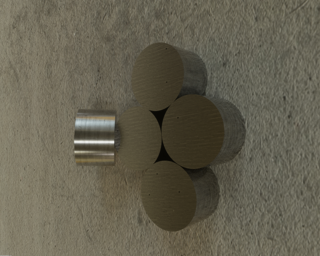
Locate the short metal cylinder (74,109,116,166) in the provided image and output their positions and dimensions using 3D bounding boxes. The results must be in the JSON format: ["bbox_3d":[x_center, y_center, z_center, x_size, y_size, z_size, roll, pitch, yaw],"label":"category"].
[{"bbox_3d":[-0.088,0.014,0.436,0.080,0.050,0.080,-177,88,-84],"label":"short metal cylinder"}]

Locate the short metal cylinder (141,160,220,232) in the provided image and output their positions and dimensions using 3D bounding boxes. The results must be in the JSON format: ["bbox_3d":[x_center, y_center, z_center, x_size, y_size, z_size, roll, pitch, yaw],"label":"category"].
[{"bbox_3d":[0.024,0.077,0.371,0.080,0.050,0.080,0,90,40],"label":"short metal cylinder"}]

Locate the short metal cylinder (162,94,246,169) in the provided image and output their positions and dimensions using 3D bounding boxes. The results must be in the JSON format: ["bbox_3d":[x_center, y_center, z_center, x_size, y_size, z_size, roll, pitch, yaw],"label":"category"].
[{"bbox_3d":[0.049,0.004,0.350,0.080,0.050,0.080,0,90,40],"label":"short metal cylinder"}]

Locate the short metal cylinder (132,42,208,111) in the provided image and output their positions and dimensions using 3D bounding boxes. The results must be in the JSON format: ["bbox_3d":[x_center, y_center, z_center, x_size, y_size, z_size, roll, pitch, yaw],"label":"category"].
[{"bbox_3d":[0.011,-0.060,0.381,0.080,0.050,0.080,0,90,40],"label":"short metal cylinder"}]

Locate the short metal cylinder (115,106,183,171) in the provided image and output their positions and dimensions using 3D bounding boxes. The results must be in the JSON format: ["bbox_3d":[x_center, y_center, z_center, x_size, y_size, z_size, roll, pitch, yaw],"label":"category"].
[{"bbox_3d":[-0.013,0.013,0.401,0.080,0.050,0.080,0,90,40],"label":"short metal cylinder"}]
